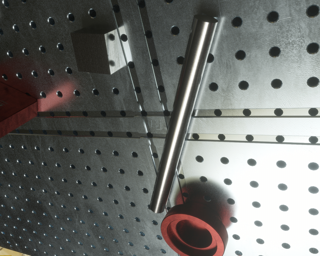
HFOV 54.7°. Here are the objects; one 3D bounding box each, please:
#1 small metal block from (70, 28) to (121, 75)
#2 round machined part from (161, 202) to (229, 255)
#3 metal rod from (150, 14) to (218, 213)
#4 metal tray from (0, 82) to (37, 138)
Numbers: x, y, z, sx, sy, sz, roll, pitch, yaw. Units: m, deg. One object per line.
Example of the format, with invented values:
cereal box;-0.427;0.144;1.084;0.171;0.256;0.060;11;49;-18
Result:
small metal block;-0.081;-0.098;0.393;0.050;0.025;0.050;9;123;23
round machined part;0.054;0.151;0.465;0.098;0.042;0.097;13;124;21
metal rod;0.022;0.006;0.403;0.025;0.025;0.298;23;127;14
metal tray;-0.276;-0.038;0.491;0.130;0.090;0.030;24;127;13
